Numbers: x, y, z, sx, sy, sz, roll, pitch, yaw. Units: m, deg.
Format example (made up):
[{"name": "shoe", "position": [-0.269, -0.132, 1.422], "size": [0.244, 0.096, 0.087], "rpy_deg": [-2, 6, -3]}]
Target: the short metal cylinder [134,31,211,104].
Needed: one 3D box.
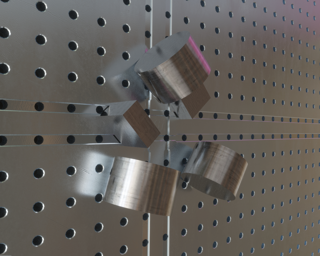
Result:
[{"name": "short metal cylinder", "position": [0.015, -0.076, 0.386], "size": [0.050, 0.080, 0.080], "rpy_deg": [52, 60, -28]}]

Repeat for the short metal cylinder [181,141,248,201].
[{"name": "short metal cylinder", "position": [0.077, 0.061, 0.438], "size": [0.080, 0.080, 0.050], "rpy_deg": [42, 65, -32]}]

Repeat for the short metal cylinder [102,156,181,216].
[{"name": "short metal cylinder", "position": [-0.020, 0.067, 0.357], "size": [0.080, 0.080, 0.050], "rpy_deg": [22, 76, -38]}]

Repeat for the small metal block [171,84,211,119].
[{"name": "small metal block", "position": [0.039, -0.047, 0.442], "size": [0.050, 0.025, 0.050], "rpy_deg": [-47, 118, -30]}]

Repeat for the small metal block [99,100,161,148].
[{"name": "small metal block", "position": [-0.035, -0.004, 0.363], "size": [0.025, 0.050, 0.050], "rpy_deg": [-50, 120, -28]}]
